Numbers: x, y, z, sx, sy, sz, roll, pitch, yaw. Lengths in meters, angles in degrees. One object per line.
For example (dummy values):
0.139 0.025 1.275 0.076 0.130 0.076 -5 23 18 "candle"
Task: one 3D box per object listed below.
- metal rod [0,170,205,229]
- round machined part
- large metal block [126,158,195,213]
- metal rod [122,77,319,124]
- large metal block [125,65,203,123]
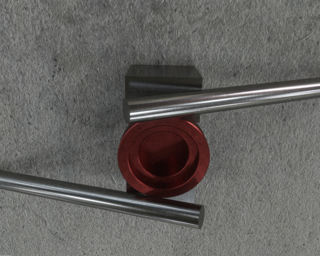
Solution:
-0.095 0.082 0.381 0.301 0.025 0.025 5 112 22 "metal rod"
0.004 0.026 0.349 0.099 0.042 0.097 0 110 -1 "round machined part"
0.000 0.069 0.407 0.081 0.080 0.050 1 110 -1 "large metal block"
0.108 -0.036 0.342 0.303 0.025 0.025 -8 112 -21 "metal rod"
0.003 -0.043 0.366 0.081 0.080 0.050 1 110 -1 "large metal block"
